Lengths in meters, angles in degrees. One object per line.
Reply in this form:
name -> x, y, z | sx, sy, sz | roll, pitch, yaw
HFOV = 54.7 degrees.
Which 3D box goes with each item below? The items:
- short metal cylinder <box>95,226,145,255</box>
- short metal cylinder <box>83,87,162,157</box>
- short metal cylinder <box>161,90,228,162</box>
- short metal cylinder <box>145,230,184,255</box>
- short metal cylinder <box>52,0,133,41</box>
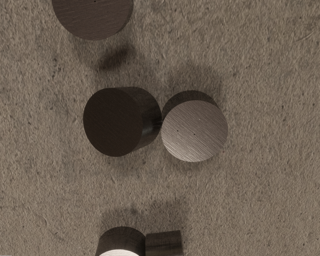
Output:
short metal cylinder -> -0.058, 0.198, 0.469 | 0.081, 0.050, 0.079 | 0, 110, -1
short metal cylinder -> -0.045, -0.010, 0.376 | 0.080, 0.050, 0.079 | 4, 100, 24
short metal cylinder -> 0.042, -0.004, 0.396 | 0.081, 0.050, 0.079 | 0, 110, -1
short metal cylinder -> 0.010, 0.194, 0.452 | 0.050, 0.080, 0.079 | -8, 110, 2
short metal cylinder -> -0.072, -0.140, 0.344 | 0.081, 0.050, 0.079 | 0, 110, -1
